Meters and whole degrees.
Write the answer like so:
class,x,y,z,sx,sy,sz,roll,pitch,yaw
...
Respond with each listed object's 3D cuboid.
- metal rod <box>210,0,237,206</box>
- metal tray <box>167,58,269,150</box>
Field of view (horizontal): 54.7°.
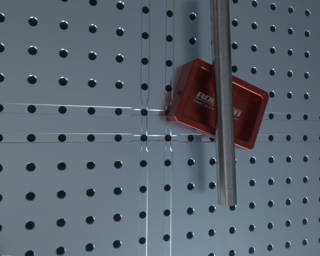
class,x,y,z,sx,sy,sz,roll,pitch,yaw
metal rod,0.084,-0.048,0.410,0.025,0.025,0.298,-3,91,-20
metal tray,0.085,-0.031,0.440,0.131,0.030,0.090,21,83,-19
